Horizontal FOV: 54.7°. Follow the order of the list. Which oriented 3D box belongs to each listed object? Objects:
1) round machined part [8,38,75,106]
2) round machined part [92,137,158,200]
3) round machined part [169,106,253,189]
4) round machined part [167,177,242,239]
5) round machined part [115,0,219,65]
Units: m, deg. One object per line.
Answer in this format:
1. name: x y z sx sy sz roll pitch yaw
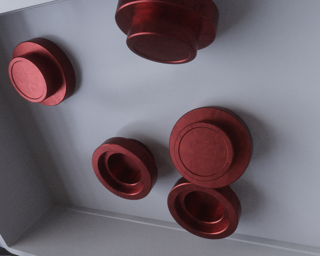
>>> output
1. round machined part: -0.175 -0.075 0.443 0.098 0.042 0.097 13 124 21
2. round machined part: -0.047 0.055 0.456 0.098 0.042 0.097 13 124 21
3. round machined part: 0.056 0.024 0.362 0.098 0.042 0.097 3 98 23
4. round machined part: 0.063 0.102 0.428 0.098 0.042 0.097 13 124 20
5. round machined part: 0.005 -0.094 0.300 0.098 0.098 0.042 6 80 25
